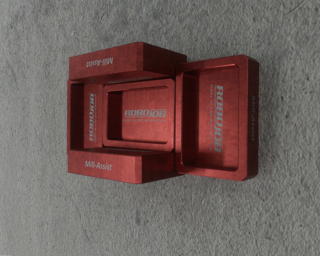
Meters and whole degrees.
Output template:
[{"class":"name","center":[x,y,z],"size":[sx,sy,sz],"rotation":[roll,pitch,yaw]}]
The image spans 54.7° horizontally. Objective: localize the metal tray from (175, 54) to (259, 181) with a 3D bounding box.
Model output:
[{"class":"metal tray","center":[0.062,-0.011,0.350],"size":[0.090,0.030,0.129],"rotation":[1,90,39]}]

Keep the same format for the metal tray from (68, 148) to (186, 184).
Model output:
[{"class":"metal tray","center":[-0.044,0.043,0.396],"size":[0.130,0.091,0.030],"rotation":[1,91,39]}]

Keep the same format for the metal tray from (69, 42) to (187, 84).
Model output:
[{"class":"metal tray","center":[-0.042,-0.077,0.397],"size":[0.130,0.091,0.030],"rotation":[1,91,39]}]

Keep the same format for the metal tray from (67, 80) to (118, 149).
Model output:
[{"class":"metal tray","center":[-0.108,-0.017,0.490],"size":[0.090,0.030,0.129],"rotation":[1,90,39]}]

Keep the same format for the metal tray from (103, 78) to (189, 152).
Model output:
[{"class":"metal tray","center":[-0.024,-0.017,0.420],"size":[0.130,0.030,0.089],"rotation":[1,91,39]}]
